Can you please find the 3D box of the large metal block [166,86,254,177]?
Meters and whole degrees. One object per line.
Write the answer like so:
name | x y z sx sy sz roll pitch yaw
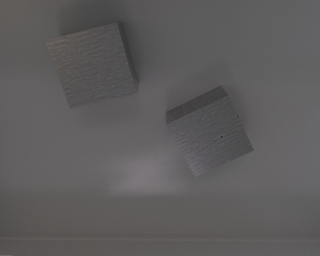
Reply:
large metal block | 0.062 0.003 0.400 0.080 0.050 0.080 -26 108 9

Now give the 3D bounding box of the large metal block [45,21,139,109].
large metal block | -0.076 -0.076 0.369 0.080 0.050 0.080 -13 110 4
